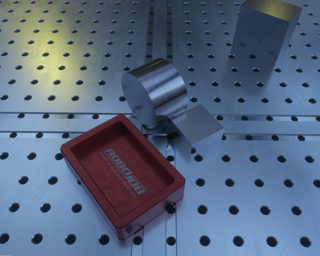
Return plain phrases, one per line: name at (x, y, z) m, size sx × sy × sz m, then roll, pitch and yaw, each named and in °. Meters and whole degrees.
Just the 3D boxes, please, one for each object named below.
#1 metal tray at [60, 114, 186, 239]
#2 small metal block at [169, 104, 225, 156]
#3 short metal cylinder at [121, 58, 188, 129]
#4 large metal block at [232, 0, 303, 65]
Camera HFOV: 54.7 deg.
metal tray at (-0.045, 0.049, 0.362) m, size 0.091 × 0.030 × 0.130 m, roll -31°, pitch 57°, yaw -23°
small metal block at (0.047, 0.002, 0.406) m, size 0.050 × 0.025 × 0.050 m, roll -25°, pitch 55°, yaw -20°
short metal cylinder at (-0.008, -0.046, 0.410) m, size 0.050 × 0.080 × 0.080 m, roll -30°, pitch 56°, yaw -23°
large metal block at (0.173, -0.163, 0.510) m, size 0.080 × 0.080 × 0.050 m, roll 30°, pitch 56°, yaw 22°
